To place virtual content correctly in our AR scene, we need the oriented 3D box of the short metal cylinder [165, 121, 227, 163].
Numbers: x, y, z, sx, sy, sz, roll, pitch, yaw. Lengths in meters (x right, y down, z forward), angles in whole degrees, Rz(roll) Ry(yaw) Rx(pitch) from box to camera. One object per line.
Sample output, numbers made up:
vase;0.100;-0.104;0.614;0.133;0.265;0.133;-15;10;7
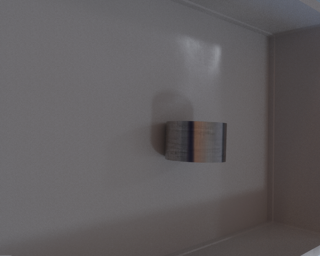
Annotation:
short metal cylinder;0.048;0.018;0.413;0.081;0.080;0.050;3;88;-40
